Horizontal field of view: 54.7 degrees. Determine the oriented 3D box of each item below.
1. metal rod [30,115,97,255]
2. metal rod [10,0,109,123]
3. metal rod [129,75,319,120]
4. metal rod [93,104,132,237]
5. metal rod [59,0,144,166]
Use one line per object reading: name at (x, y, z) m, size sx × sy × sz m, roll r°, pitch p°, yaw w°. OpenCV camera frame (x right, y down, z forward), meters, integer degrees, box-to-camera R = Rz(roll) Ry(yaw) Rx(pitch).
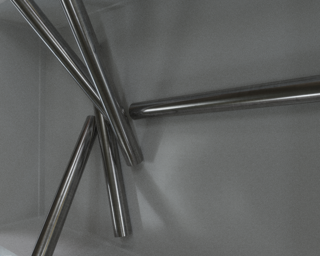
metal rod at (-0.135, 0.111, 0.415) m, size 0.025 × 0.025 × 0.300 m, roll -16°, pitch 47°, yaw 38°
metal rod at (-0.150, -0.126, 0.424) m, size 0.025 × 0.025 × 0.300 m, roll -27°, pitch 107°, yaw 36°
metal rod at (0.081, -0.032, 0.338) m, size 0.300 × 0.025 × 0.025 m, roll -4°, pitch 87°, yaw 39°
metal rod at (-0.082, 0.010, 0.471) m, size 0.025 × 0.025 × 0.298 m, roll -18°, pitch 79°, yaw 38°
metal rod at (-0.081, -0.084, 0.383) m, size 0.025 × 0.025 × 0.298 m, roll -1°, pitch 118°, yaw 40°
